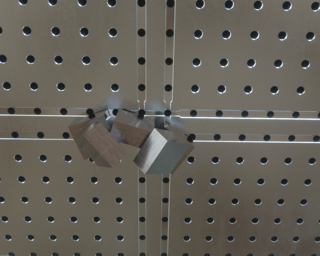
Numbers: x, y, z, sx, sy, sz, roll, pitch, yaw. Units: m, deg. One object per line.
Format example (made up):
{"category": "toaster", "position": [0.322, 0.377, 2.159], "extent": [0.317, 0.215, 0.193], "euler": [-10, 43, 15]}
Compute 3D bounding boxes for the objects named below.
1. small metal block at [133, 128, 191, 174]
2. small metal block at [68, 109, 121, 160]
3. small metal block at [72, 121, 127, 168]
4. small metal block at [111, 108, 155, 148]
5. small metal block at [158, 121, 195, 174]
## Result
{"category": "small metal block", "position": [0.003, 0.030, 0.383], "extent": [0.050, 0.025, 0.050], "euler": [11, 118, -52]}
{"category": "small metal block", "position": [-0.086, 0.009, 0.416], "extent": [0.050, 0.025, 0.050], "euler": [-18, 109, 6]}
{"category": "small metal block", "position": [-0.074, 0.021, 0.377], "extent": [0.025, 0.050, 0.050], "euler": [-46, 108, -25]}
{"category": "small metal block", "position": [-0.035, 0.001, 0.400], "extent": [0.050, 0.050, 0.025], "euler": [18, 109, -7]}
{"category": "small metal block", "position": [0.011, 0.027, 0.424], "extent": [0.050, 0.025, 0.050], "euler": [34, 106, -12]}
